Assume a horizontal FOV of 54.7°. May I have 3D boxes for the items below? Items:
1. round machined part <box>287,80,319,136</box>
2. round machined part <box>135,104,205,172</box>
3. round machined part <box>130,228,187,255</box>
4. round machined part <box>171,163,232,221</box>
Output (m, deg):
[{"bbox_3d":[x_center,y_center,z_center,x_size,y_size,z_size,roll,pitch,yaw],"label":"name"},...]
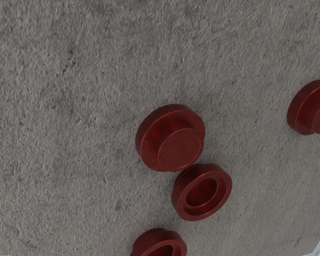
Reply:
[{"bbox_3d":[0.269,-0.029,0.524,0.099,0.042,0.097,-14,124,-21],"label":"round machined part"},{"bbox_3d":[0.020,0.020,0.419,0.099,0.042,0.097,-14,124,-21],"label":"round machined part"},{"bbox_3d":[-0.007,0.208,0.521,0.099,0.042,0.097,-14,124,-21],"label":"round machined part"},{"bbox_3d":[0.061,0.095,0.488,0.099,0.042,0.097,-14,124,-21],"label":"round machined part"}]
